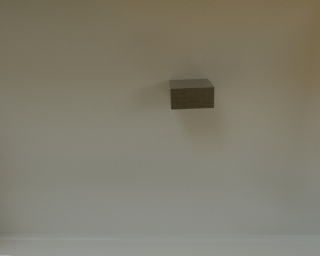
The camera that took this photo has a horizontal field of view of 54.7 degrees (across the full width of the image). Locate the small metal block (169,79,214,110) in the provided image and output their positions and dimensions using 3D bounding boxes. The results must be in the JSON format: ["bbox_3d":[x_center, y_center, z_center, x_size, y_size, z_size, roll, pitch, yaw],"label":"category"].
[{"bbox_3d":[0.038,-0.043,0.383,0.050,0.050,0.025,-2,110,0],"label":"small metal block"}]
